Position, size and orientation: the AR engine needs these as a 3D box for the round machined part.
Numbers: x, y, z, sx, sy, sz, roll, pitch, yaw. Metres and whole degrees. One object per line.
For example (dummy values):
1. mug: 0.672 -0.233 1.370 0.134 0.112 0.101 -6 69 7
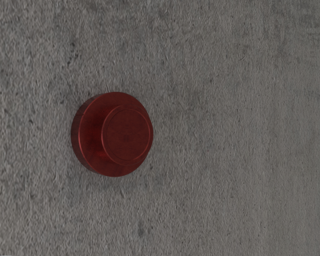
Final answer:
1. round machined part: -0.047 0.007 0.354 0.099 0.042 0.097 0 90 -40
